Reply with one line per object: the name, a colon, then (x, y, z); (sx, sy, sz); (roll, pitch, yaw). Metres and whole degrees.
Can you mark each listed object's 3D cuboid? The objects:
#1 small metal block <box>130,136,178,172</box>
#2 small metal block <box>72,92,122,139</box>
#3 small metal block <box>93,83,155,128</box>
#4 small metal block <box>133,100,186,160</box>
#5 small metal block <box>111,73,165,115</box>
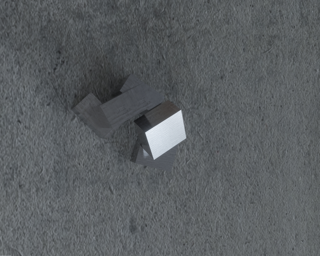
small metal block: (-0.006, 0.027, 0.409); (0.050, 0.025, 0.050); (17, 84, -20)
small metal block: (-0.077, -0.014, 0.369); (0.025, 0.050, 0.050); (-47, 105, -14)
small metal block: (-0.040, -0.023, 0.330); (0.050, 0.050, 0.025); (-31, 101, -18)
small metal block: (0.001, 0.002, 0.372); (0.050, 0.025, 0.050); (-33, 138, -17)
small metal block: (-0.029, -0.040, 0.387); (0.050, 0.050, 0.025); (34, 79, -17)
